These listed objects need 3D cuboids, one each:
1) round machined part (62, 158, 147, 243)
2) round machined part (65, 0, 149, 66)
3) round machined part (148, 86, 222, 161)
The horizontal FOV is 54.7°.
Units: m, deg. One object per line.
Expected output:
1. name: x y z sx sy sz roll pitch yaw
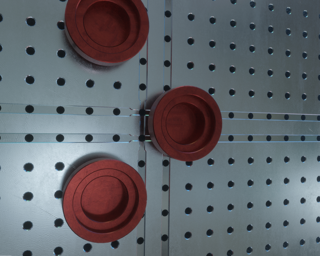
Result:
1. round machined part: -0.069 0.085 0.379 0.099 0.042 0.097 0 90 -21
2. round machined part: -0.066 -0.125 0.380 0.099 0.042 0.097 0 90 -21
3. round machined part: 0.030 -0.006 0.416 0.099 0.042 0.097 0 90 -21
